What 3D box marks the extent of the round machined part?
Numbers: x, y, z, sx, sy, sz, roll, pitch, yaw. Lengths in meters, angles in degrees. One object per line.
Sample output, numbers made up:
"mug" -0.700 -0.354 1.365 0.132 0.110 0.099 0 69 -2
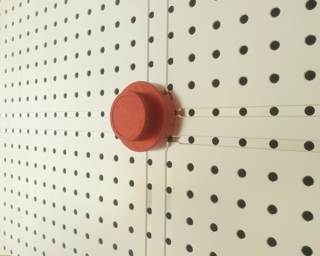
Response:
"round machined part" -0.031 -0.016 0.425 0.098 0.042 0.097 0 90 40
